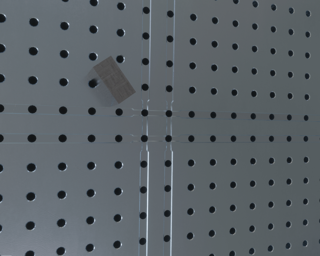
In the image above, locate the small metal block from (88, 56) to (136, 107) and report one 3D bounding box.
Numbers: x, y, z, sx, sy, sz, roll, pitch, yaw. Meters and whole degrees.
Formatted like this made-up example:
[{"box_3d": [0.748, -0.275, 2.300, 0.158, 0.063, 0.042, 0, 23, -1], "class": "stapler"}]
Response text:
[{"box_3d": [-0.060, -0.055, 0.377, 0.025, 0.050, 0.050, -38, 102, -16], "class": "small metal block"}]
